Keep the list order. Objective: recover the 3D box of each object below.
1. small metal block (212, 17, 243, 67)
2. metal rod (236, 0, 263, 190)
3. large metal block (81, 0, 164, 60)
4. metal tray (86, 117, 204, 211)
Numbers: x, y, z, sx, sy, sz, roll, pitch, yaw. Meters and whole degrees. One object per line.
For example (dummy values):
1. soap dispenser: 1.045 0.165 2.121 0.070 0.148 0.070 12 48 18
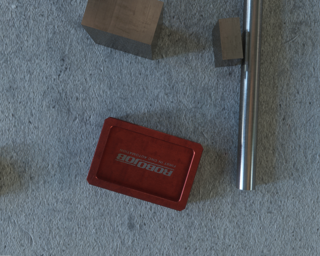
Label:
1. small metal block: 0.086 -0.108 0.399 0.025 0.050 0.050 -6 90 0
2. metal rod: 0.120 -0.069 0.411 0.025 0.025 0.298 2 90 -1
3. large metal block: -0.042 -0.127 0.382 0.080 0.080 0.050 16 90 -1
4. metal tray: -0.019 0.046 0.407 0.131 0.030 0.090 17 90 -1
